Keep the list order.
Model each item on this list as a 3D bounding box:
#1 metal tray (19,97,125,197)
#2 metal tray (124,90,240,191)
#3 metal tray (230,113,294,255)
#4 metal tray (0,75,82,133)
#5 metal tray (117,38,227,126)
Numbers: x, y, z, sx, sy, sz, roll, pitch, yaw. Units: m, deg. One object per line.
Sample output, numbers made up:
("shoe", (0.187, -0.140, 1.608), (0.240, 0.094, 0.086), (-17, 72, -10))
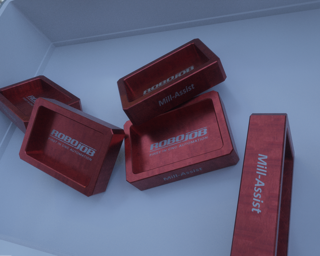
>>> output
("metal tray", (-0.119, 0.022, 0.409), (0.130, 0.030, 0.089), (22, 97, 22))
("metal tray", (0.021, 0.016, 0.380), (0.130, 0.030, 0.090), (-19, 55, 16))
("metal tray", (0.096, 0.063, 0.274), (0.030, 0.090, 0.130), (1, 62, 28))
("metal tray", (-0.198, -0.040, 0.499), (0.091, 0.030, 0.130), (-29, 44, -34))
("metal tray", (0.010, -0.064, 0.411), (0.130, 0.030, 0.090), (-27, 34, 4))
